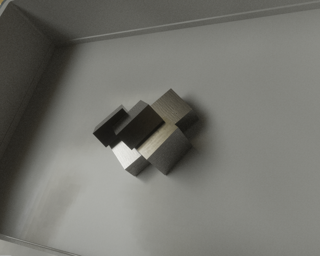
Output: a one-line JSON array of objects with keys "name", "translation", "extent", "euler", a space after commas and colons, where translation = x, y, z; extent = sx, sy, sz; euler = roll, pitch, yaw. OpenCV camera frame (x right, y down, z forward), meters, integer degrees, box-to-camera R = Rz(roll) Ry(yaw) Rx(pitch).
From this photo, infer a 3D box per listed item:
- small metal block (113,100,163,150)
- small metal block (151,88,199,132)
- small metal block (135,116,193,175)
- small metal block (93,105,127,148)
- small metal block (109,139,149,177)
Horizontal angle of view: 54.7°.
[{"name": "small metal block", "translation": [-0.028, -0.005, 0.373], "extent": [0.050, 0.025, 0.050], "euler": [-44, 18, -3]}, {"name": "small metal block", "translation": [0.013, -0.016, 0.405], "extent": [0.050, 0.025, 0.050], "euler": [-41, 51, 0]}, {"name": "small metal block", "translation": [0.006, 0.022, 0.370], "extent": [0.050, 0.050, 0.025], "euler": [-46, 51, -4]}, {"name": "small metal block", "translation": [-0.062, -0.004, 0.422], "extent": [0.050, 0.025, 0.050], "euler": [-41, 13, 0]}, {"name": "small metal block", "translation": [-0.032, 0.026, 0.403], "extent": [0.050, 0.025, 0.050], "euler": [-41, 51, 0]}]
